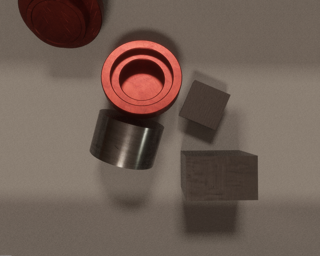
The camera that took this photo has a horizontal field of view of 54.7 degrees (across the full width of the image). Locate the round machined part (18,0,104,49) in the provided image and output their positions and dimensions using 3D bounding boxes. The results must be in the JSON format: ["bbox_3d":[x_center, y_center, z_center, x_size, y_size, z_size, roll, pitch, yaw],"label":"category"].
[{"bbox_3d":[-0.120,-0.137,0.373,0.099,0.097,0.042,1,49,-1],"label":"round machined part"}]

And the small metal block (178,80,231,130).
[{"bbox_3d":[0.058,-0.030,0.412,0.050,0.025,0.050,23,90,-1],"label":"small metal block"}]

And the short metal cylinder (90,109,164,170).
[{"bbox_3d":[-0.040,0.012,0.380,0.080,0.080,0.050,16,100,-1],"label":"short metal cylinder"}]

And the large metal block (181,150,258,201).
[{"bbox_3d":[0.069,0.056,0.385,0.081,0.080,0.050,-1,90,-1],"label":"large metal block"}]

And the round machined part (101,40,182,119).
[{"bbox_3d":[-0.023,-0.058,0.395,0.099,0.042,0.098,1,76,-3],"label":"round machined part"}]
